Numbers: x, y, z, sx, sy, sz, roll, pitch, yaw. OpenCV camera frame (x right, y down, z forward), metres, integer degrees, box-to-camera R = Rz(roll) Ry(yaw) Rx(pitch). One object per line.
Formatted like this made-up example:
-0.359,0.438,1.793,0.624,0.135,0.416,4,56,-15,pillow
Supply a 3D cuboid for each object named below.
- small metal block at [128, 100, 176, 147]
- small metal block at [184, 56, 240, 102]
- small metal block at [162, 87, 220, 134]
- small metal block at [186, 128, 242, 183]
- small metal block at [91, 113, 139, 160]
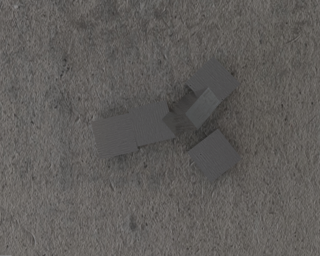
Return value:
-0.010,-0.006,0.410,0.050,0.025,0.050,-14,90,0,small metal block
0.068,-0.057,0.410,0.050,0.025,0.050,-44,90,0,small metal block
0.038,-0.021,0.384,0.025,0.050,0.050,50,62,-16,small metal block
0.070,0.035,0.410,0.050,0.025,0.050,-38,90,0,small metal block
-0.058,0.010,0.409,0.050,0.025,0.050,-13,90,0,small metal block
